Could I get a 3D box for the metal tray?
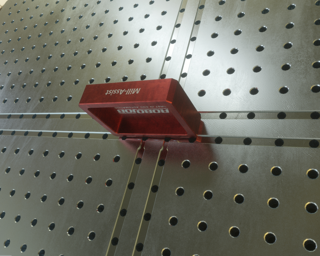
[{"bbox_3d":[-0.024,-0.021,0.393,0.130,0.090,0.030,0,62,28],"label":"metal tray"}]
